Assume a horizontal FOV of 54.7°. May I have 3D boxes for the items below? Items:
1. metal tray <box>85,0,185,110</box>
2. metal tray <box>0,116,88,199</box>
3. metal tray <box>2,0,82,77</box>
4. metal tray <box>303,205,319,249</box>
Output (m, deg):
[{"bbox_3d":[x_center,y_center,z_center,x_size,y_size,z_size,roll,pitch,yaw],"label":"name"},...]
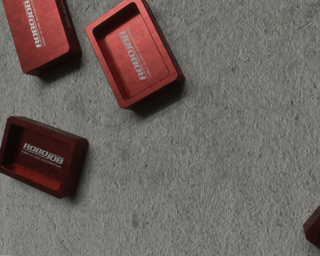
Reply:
[{"bbox_3d":[-0.035,-0.100,0.418,0.090,0.030,0.130,-28,81,17],"label":"metal tray"},{"bbox_3d":[-0.180,0.042,0.469,0.130,0.030,0.089,18,96,19],"label":"metal tray"},{"bbox_3d":[-0.180,-0.155,0.470,0.090,0.030,0.129,-20,83,18],"label":"metal tray"},{"bbox_3d":[0.229,0.091,0.325,0.090,0.030,0.129,37,102,16],"label":"metal tray"}]
